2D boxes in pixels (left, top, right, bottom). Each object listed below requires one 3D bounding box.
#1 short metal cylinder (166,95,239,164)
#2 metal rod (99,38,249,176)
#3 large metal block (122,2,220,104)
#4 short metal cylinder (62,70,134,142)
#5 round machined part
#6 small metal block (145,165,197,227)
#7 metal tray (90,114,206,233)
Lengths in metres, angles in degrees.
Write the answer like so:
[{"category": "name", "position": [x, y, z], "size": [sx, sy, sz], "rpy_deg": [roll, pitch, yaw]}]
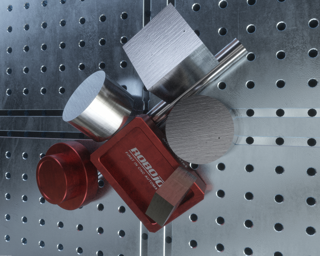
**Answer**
[{"category": "short metal cylinder", "position": [0.053, 0.002, 0.380], "size": [0.080, 0.050, 0.079], "rpy_deg": [0, 90, 20]}, {"category": "metal rod", "position": [-0.012, -0.009, 0.418], "size": [0.300, 0.025, 0.025], "rpy_deg": [-39, 78, 16]}, {"category": "large metal block", "position": [0.012, -0.090, 0.383], "size": [0.080, 0.050, 0.080], "rpy_deg": [-39, 58, 16]}, {"category": "short metal cylinder", "position": [-0.081, -0.028, 0.406], "size": [0.080, 0.050, 0.080], "rpy_deg": [-31, 37, 27]}, {"category": "round machined part", "position": [-0.137, 0.069, 0.438], "size": [0.098, 0.042, 0.097], "rpy_deg": [5, 99, 35]}, {"category": "small metal block", "position": [0.013, 0.080, 0.363], "size": [0.025, 0.050, 0.050], "rpy_deg": [36, 137, 14]}, {"category": "metal tray", "position": [-0.015, 0.058, 0.400], "size": [0.090, 0.030, 0.130], "rpy_deg": [-39, 90, 16]}]
